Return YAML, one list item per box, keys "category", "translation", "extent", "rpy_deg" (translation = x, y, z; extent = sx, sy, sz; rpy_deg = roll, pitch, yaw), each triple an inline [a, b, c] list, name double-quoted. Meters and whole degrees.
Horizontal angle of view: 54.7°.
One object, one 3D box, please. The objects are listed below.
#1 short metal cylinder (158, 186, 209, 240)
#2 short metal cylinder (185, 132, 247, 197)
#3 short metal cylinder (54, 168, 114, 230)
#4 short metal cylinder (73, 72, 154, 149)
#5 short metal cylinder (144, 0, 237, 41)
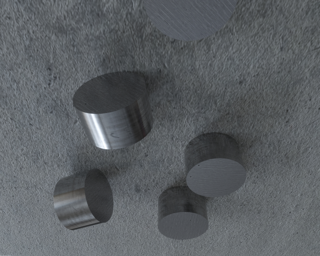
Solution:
- category: "short metal cylinder"
  translation: [0.037, 0.140, 0.511]
  extent: [0.081, 0.050, 0.079]
  rpy_deg: [0, 130, 0]
- category: "short metal cylinder"
  translation: [0.076, 0.052, 0.436]
  extent: [0.081, 0.050, 0.079]
  rpy_deg: [0, 130, 0]
- category: "short metal cylinder"
  translation: [-0.111, 0.105, 0.460]
  extent: [0.050, 0.080, 0.080]
  rpy_deg: [-18, 128, 14]
- category: "short metal cylinder"
  translation: [-0.051, -0.022, 0.352]
  extent: [0.080, 0.080, 0.050]
  rpy_deg: [-7, 130, 6]
- category: "short metal cylinder"
  translation: [0.026, -0.128, 0.282]
  extent: [0.081, 0.050, 0.079]
  rpy_deg: [0, 130, 0]
